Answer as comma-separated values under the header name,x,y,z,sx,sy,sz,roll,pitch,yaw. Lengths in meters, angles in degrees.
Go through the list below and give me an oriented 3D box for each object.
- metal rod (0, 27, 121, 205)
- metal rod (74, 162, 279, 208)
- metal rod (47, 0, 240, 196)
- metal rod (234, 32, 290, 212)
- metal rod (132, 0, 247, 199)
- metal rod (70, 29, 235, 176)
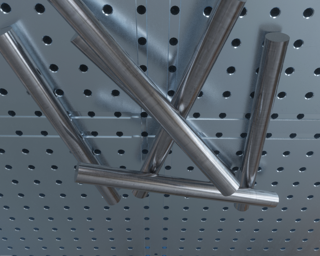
name,x,y,z,sx,sy,sz,roll,pitch,yaw
metal rod,-0.121,0.008,0.417,0.025,0.025,0.299,-14,129,11
metal rod,0.038,0.082,0.425,0.302,0.025,0.025,12,130,-22
metal rod,-0.014,-0.037,0.327,0.025,0.025,0.300,-35,106,26
metal rod,0.131,0.017,0.426,0.025,0.025,0.298,-2,130,1
metal rod,0.018,-0.011,0.366,0.025,0.025,0.298,14,130,-12
metal rod,0.009,-0.012,0.401,0.025,0.025,0.300,-32,123,24
